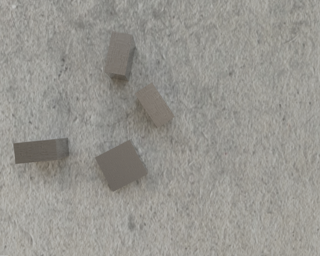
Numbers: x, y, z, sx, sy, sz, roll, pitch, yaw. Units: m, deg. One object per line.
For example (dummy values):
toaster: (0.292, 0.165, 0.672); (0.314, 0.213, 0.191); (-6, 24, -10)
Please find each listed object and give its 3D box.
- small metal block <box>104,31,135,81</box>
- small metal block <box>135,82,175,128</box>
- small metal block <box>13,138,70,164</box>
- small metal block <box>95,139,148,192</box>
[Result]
small metal block: (-0.050, -0.090, 0.397); (0.025, 0.050, 0.050); (11, 90, 0)
small metal block: (-0.006, -0.028, 0.397); (0.025, 0.050, 0.050); (-34, 90, 0)
small metal block: (-0.149, 0.028, 0.396); (0.050, 0.050, 0.025); (-6, 90, -1)
small metal block: (-0.050, 0.048, 0.409); (0.050, 0.025, 0.050); (-27, 90, -1)
